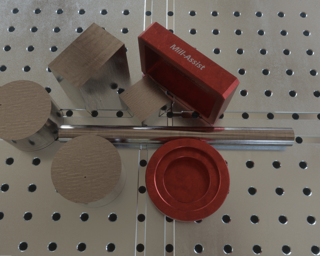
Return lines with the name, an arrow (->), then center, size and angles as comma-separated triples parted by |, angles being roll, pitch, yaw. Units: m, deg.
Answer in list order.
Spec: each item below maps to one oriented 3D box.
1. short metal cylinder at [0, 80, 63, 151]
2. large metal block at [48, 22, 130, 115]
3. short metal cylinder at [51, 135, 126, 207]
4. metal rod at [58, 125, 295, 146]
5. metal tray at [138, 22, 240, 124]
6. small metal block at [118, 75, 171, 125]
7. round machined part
short metal cylinder -> -0.173, -0.015, 0.402 | 0.081, 0.050, 0.080 | 0, 70, 0
large metal block -> -0.088, -0.075, 0.410 | 0.050, 0.080, 0.080 | 37, 74, 12
short metal cylinder -> -0.084, 0.054, 0.377 | 0.081, 0.050, 0.080 | 0, 70, 0
metal rod -> 0.021, 0.010, 0.408 | 0.302, 0.025, 0.025 | 1, 70, 0
metal tray -> 0.032, -0.068, 0.402 | 0.130, 0.090, 0.030 | 38, 75, 13
small metal block -> -0.020, -0.036, 0.425 | 0.050, 0.025, 0.050 | -37, 74, -13
round machined part -> 0.032, 0.064, 0.379 | 0.099, 0.042, 0.098 | 0, 70, 0
